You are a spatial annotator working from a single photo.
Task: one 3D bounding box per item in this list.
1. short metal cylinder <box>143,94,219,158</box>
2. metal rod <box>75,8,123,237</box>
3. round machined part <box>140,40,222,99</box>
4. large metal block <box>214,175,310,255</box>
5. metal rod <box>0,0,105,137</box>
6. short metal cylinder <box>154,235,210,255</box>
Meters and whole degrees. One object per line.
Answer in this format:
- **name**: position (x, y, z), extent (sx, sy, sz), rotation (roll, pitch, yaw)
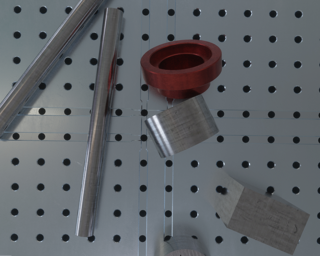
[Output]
- **short metal cylinder**: position (0.026, -0.002, 0.386), extent (0.080, 0.080, 0.050), rotation (-25, 90, 0)
- **metal rod**: position (-0.081, -0.007, 0.412), extent (0.025, 0.025, 0.298), rotation (8, 90, 0)
- **round machined part**: position (0.028, -0.071, 0.387), extent (0.099, 0.098, 0.042), rotation (-10, 127, 0)
- **large metal block**: position (0.122, 0.104, 0.387), extent (0.080, 0.080, 0.050), rotation (23, 90, 0)
- **metal rod**: position (-0.138, -0.108, 0.412), extent (0.025, 0.025, 0.300), rotation (37, 90, 0)
- **short metal cylinder**: position (0.031, 0.187, 0.401), extent (0.081, 0.050, 0.080), rotation (0, 90, 0)
